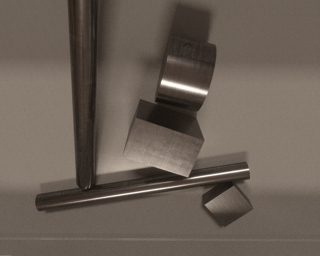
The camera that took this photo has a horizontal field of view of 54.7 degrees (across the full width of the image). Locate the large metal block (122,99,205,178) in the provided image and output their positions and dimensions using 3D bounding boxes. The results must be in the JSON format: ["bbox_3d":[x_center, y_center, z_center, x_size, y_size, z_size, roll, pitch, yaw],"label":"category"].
[{"bbox_3d":[0.003,0.009,0.386,0.080,0.080,0.050,18,109,-7],"label":"large metal block"}]

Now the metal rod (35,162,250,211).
[{"bbox_3d":[-0.026,0.084,0.441,0.302,0.025,0.025,-9,110,3],"label":"metal rod"}]

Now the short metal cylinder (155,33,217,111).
[{"bbox_3d":[0.028,-0.063,0.359,0.050,0.080,0.079,13,110,-5],"label":"short metal cylinder"}]

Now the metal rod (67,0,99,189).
[{"bbox_3d":[-0.082,-0.028,0.336,0.025,0.025,0.298,9,135,-4],"label":"metal rod"}]

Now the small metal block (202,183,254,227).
[{"bbox_3d":[0.098,0.108,0.453,0.050,0.025,0.050,-37,106,12],"label":"small metal block"}]
